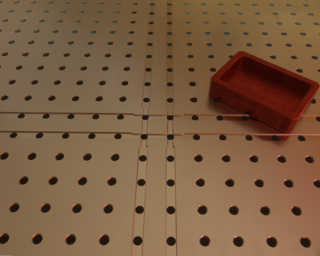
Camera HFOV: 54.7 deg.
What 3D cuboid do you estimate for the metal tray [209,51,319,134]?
[{"bbox_3d":[0.150,-0.057,0.452,0.130,0.030,0.090,31,56,23],"label":"metal tray"}]
